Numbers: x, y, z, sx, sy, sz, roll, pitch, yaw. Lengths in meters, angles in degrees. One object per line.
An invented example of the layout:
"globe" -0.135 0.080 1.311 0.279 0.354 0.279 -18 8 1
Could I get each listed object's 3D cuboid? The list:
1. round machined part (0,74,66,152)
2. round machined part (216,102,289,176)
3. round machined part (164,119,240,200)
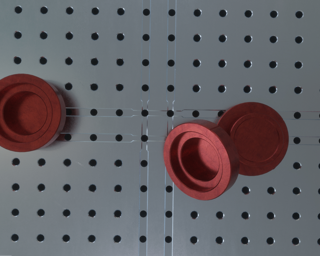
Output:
"round machined part" -0.171 -0.019 0.404 0.099 0.042 0.097 0 90 0
"round machined part" 0.120 0.014 0.406 0.099 0.042 0.097 0 90 0
"round machined part" 0.055 0.037 0.388 0.098 0.042 0.097 13 110 38
